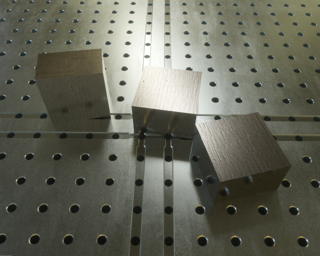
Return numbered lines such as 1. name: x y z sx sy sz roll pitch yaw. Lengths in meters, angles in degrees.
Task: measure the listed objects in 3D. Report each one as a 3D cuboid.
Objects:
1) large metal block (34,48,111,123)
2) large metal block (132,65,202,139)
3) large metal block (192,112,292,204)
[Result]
1. large metal block: -0.113 -0.056 0.417 0.081 0.080 0.050 -7 51 -6
2. large metal block: 0.011 -0.036 0.422 0.080 0.050 0.080 8 50 6
3. large metal block: 0.090 0.034 0.364 0.081 0.050 0.080 -11 51 -10
